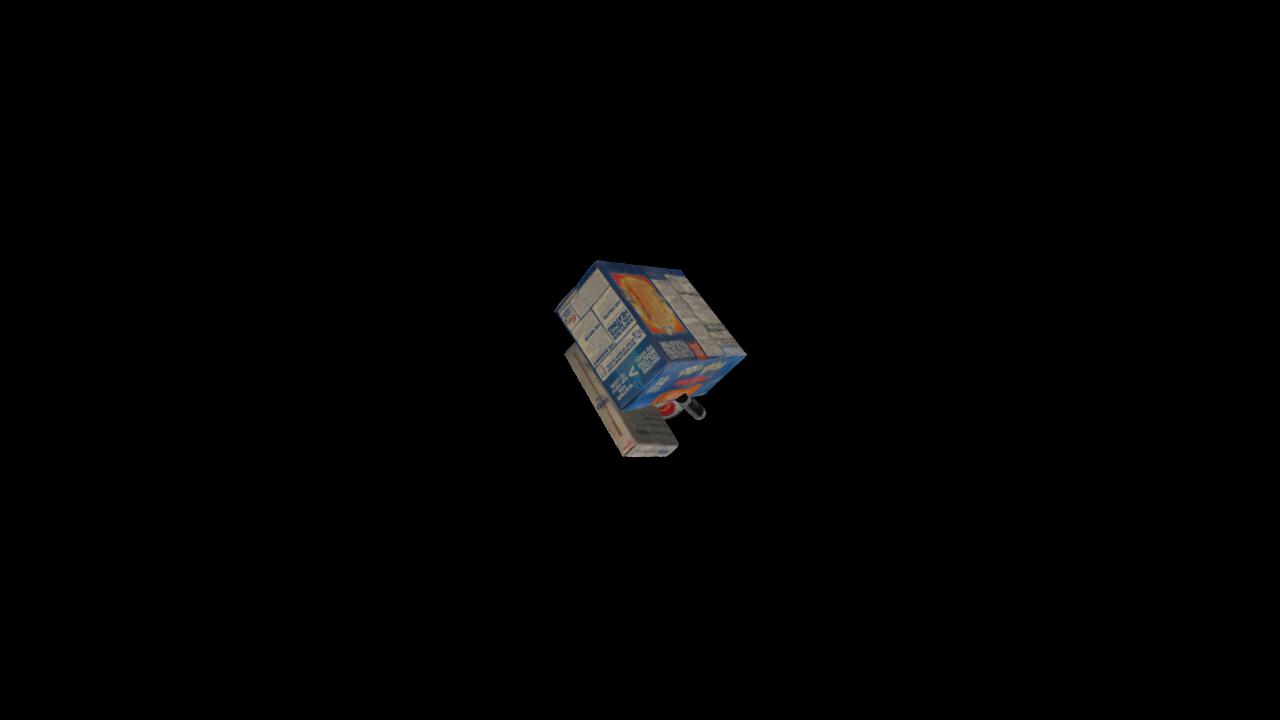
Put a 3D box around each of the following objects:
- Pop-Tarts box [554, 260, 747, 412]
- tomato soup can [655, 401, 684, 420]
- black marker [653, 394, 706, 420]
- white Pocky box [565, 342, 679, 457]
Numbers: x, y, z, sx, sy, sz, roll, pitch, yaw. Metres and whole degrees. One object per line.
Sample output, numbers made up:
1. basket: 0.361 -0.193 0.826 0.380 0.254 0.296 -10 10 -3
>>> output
1. Pop-Tarts box: 0.016 -0.029 0.688 0.167 0.141 0.083 -6 -35 -53
2. tomato soup can: 0.013 0.024 0.746 0.068 0.068 0.101 0 -26 30
3. black marker: 0.059 0.052 0.744 0.020 0.020 0.121 0 -17 18
4. white Pocky box: -0.022 0.044 0.718 0.028 0.154 0.084 -46 -32 24
